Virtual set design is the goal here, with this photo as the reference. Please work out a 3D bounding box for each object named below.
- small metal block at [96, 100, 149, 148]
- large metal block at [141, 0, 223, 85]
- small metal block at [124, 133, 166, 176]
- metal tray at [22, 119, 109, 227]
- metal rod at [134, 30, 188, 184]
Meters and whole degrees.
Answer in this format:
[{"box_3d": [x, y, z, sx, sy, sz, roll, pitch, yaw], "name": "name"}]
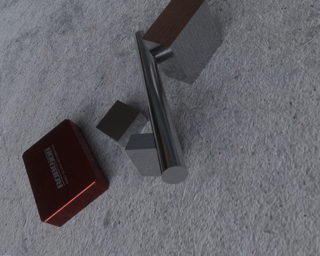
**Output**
[{"box_3d": [-0.053, -0.005, 0.433, 0.050, 0.025, 0.050, 29, 77, 37], "name": "small metal block"}, {"box_3d": [0.033, -0.119, 0.423, 0.050, 0.080, 0.080, 27, 76, 37], "name": "large metal block"}, {"box_3d": [-0.006, 0.032, 0.367, 0.050, 0.050, 0.025, -5, 43, 25], "name": "small metal block"}, {"box_3d": [-0.136, 0.058, 0.434, 0.090, 0.030, 0.130, -39, 51, 1], "name": "metal tray"}, {"box_3d": [-0.008, -0.053, 0.398, 0.025, 0.025, 0.300, -26, 40, 12], "name": "metal rod"}]
